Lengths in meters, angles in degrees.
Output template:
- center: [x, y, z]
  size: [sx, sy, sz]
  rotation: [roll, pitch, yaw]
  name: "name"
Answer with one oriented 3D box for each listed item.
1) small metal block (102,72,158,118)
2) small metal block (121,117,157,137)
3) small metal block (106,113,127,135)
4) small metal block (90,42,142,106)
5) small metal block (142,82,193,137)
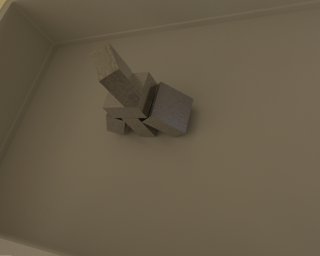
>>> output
- center: [-0.036, -0.040, 0.382]
  size: [0.050, 0.025, 0.050]
  rotation: [1, 62, 28]
  name: "small metal block"
- center: [-0.021, -0.022, 0.412]
  size: [0.025, 0.050, 0.050]
  rotation: [1, 62, 29]
  name: "small metal block"
- center: [-0.054, -0.024, 0.427]
  size: [0.025, 0.050, 0.050]
  rotation: [16, 66, -2]
  name: "small metal block"
- center: [-0.050, -0.061, 0.354]
  size: [0.025, 0.050, 0.050]
  rotation: [-31, 51, 9]
  name: "small metal block"
- center: [0.010, -0.023, 0.393]
  size: [0.025, 0.050, 0.050]
  rotation: [-28, 42, 56]
  name: "small metal block"
